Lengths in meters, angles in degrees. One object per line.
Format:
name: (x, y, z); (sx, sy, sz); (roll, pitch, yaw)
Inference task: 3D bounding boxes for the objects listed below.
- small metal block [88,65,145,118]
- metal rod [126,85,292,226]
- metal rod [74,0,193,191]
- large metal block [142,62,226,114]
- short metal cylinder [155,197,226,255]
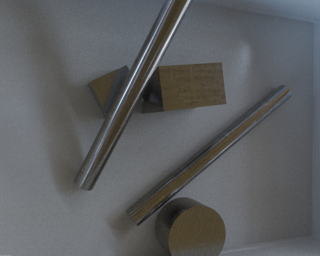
small metal block: (-0.056, -0.044, 0.391); (0.050, 0.025, 0.050); (-29, 100, -18)
metal rod: (0.080, 0.030, 0.441); (0.301, 0.025, 0.025); (-37, 102, -17)
metal rod: (-0.022, -0.057, 0.340); (0.025, 0.025, 0.298); (24, 106, -19)
large metal block: (0.025, -0.048, 0.392); (0.081, 0.080, 0.050); (-8, 93, -20)
short metal cylinder: (0.039, 0.138, 0.413); (0.081, 0.050, 0.079); (0, 90, -21)
